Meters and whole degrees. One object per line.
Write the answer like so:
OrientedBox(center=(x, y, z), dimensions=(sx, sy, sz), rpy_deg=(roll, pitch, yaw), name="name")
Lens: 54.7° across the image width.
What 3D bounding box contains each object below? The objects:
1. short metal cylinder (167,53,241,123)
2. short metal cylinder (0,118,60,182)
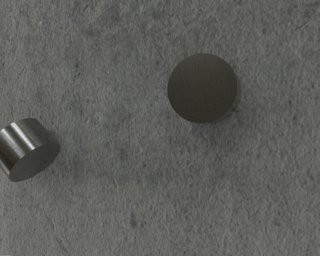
OrientedBox(center=(0.055, -0.045, 0.376), dimensions=(0.080, 0.050, 0.079), rpy_deg=(0, 90, 19), name="short metal cylinder")
OrientedBox(center=(-0.194, 0.032, 0.446), dimensions=(0.050, 0.080, 0.080), rpy_deg=(45, 104, 14), name="short metal cylinder")
